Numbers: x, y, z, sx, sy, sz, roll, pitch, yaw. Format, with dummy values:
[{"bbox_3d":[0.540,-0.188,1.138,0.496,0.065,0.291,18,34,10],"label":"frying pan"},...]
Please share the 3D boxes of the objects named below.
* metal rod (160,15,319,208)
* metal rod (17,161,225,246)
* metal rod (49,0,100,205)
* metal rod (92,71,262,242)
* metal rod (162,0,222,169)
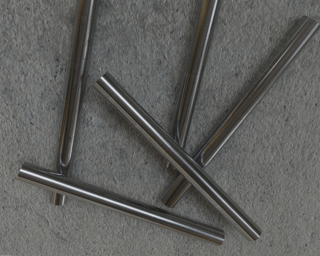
[{"bbox_3d":[0.095,-0.009,0.406,0.025,0.025,0.299,33,107,-11],"label":"metal rod"},{"bbox_3d":[-0.043,0.111,0.433,0.302,0.025,0.025,23,109,-15],"label":"metal rod"},{"bbox_3d":[-0.111,-0.032,0.396,0.025,0.025,0.298,13,110,-5],"label":"metal rod"},{"bbox_3d":[0.031,0.046,0.398,0.025,0.025,0.300,-41,105,13],"label":"metal rod"},{"bbox_3d":[0.046,-0.087,0.378,0.025,0.025,0.298,11,110,-4],"label":"metal rod"}]
